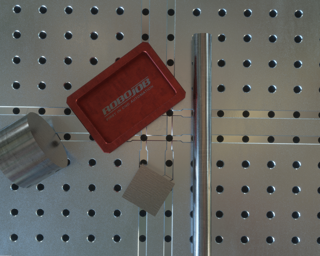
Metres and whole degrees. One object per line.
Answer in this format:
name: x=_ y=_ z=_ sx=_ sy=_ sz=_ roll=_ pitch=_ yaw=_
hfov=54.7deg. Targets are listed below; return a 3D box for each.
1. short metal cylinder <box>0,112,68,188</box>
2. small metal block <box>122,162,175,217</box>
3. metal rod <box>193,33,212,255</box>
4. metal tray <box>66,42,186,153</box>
short metal cylinder: x=-0.160 y=0.027 z=0.385 sx=0.050 sy=0.080 sz=0.080 roll=-31 pitch=90 yaw=0
small metal block: x=-0.015 y=0.081 z=0.413 sx=0.050 sy=0.025 sz=0.050 roll=31 pitch=90 yaw=0
metal rod: x=0.056 y=0.026 z=0.413 sx=0.025 sy=0.025 sz=0.298 roll=0 pitch=90 yaw=0
metal tray: x=-0.043 y=-0.039 z=0.410 sx=0.130 sy=0.030 sz=0.090 roll=-37 pitch=90 yaw=0
